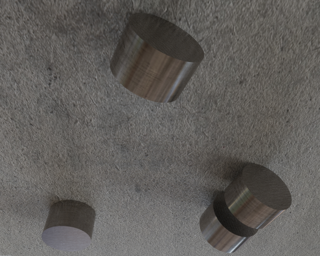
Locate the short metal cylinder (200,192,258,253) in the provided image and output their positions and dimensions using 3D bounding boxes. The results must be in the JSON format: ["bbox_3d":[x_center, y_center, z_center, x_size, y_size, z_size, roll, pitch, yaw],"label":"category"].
[{"bbox_3d":[0.111,0.152,0.501,0.081,0.080,0.050,16,128,-13],"label":"short metal cylinder"}]

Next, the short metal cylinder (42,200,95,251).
[{"bbox_3d":[-0.155,0.169,0.533,0.081,0.050,0.079,0,130,0],"label":"short metal cylinder"}]

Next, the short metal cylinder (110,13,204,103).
[{"bbox_3d":[-0.003,-0.071,0.311,0.080,0.080,0.050,20,127,-17],"label":"short metal cylinder"}]

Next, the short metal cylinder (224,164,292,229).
[{"bbox_3d":[0.143,0.100,0.457,0.081,0.080,0.050,18,128,-15],"label":"short metal cylinder"}]
